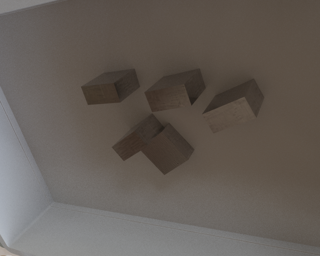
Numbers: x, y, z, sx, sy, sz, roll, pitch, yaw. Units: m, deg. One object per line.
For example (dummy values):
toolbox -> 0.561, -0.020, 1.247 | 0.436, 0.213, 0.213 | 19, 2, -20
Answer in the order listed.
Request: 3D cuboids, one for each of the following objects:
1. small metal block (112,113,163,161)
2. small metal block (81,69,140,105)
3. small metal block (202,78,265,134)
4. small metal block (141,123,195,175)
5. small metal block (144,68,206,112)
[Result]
small metal block -> -0.029, 0.012, 0.415 | 0.050, 0.050, 0.025 | -34, 99, 38
small metal block -> -0.062, -0.052, 0.393 | 0.050, 0.050, 0.025 | -1, 118, 29
small metal block -> 0.080, -0.024, 0.335 | 0.050, 0.050, 0.025 | -23, 106, 36
small metal block -> 0.009, 0.029, 0.422 | 0.050, 0.025, 0.050 | 47, 129, -5
small metal block -> 0.018, -0.043, 0.356 | 0.050, 0.050, 0.025 | -7, 115, 31
